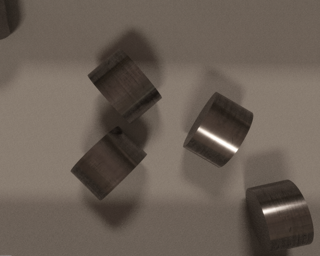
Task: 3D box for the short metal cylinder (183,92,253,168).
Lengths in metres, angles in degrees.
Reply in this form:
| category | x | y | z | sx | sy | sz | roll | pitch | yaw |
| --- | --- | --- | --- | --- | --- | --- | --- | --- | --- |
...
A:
| category | x | y | z | sx | sy | sz | roll | pitch | yaw |
| --- | --- | --- | --- | --- | --- | --- | --- | --- | --- |
| short metal cylinder | 0.071 | 0.002 | 0.385 | 0.050 | 0.080 | 0.080 | 31 | 90 | 0 |

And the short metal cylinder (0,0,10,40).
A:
| category | x | y | z | sx | sy | sz | roll | pitch | yaw |
| --- | --- | --- | --- | --- | --- | --- | --- | --- | --- |
| short metal cylinder | -0.232 | -0.142 | 0.381 | 0.081 | 0.080 | 0.050 | -8 | 90 | 0 |

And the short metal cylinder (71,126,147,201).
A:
| category | x | y | z | sx | sy | sz | roll | pitch | yaw |
| --- | --- | --- | --- | --- | --- | --- | --- | --- | --- |
| short metal cylinder | -0.062 | 0.043 | 0.383 | 0.080 | 0.080 | 0.050 | -45 | 91 | 0 |

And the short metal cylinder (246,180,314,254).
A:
| category | x | y | z | sx | sy | sz | roll | pitch | yaw |
| --- | --- | --- | --- | --- | --- | --- | --- | --- | --- |
| short metal cylinder | 0.146 | 0.109 | 0.386 | 0.050 | 0.080 | 0.080 | -12 | 90 | 0 |

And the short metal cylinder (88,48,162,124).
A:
| category | x | y | z | sx | sy | sz | roll | pitch | yaw |
| --- | --- | --- | --- | --- | --- | --- | --- | --- | --- |
| short metal cylinder | -0.043 | -0.051 | 0.383 | 0.050 | 0.080 | 0.080 | -41 | 91 | 0 |
